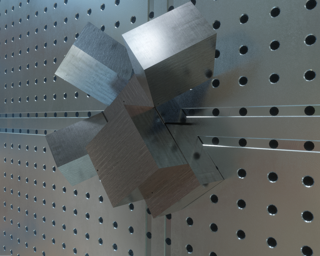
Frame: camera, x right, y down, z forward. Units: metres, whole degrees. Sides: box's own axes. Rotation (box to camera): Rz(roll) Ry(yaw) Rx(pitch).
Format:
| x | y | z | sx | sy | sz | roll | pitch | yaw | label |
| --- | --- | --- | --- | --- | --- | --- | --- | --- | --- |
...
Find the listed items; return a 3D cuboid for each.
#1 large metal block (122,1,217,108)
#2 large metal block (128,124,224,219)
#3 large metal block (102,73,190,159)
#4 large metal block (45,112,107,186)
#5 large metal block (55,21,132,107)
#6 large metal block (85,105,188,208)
| x | y | z | sx | sy | sz | roll | pitch | yaw | label |
| --- | --- | --- | --- | --- | --- | --- | --- | --- | --- |
| 0.013 | -0.078 | 0.343 | 0.080 | 0.080 | 0.050 | -28 | 66 | -6 | large metal block |
| 0.016 | 0.052 | 0.380 | 0.080 | 0.050 | 0.080 | -43 | 63 | 30 | large metal block |
| -0.021 | -0.014 | 0.411 | 0.080 | 0.050 | 0.080 | -46 | 63 | 30 | large metal block |
| -0.105 | 0.032 | 0.442 | 0.050 | 0.080 | 0.080 | 60 | 165 | 24 | large metal block |
| -0.084 | -0.088 | 0.424 | 0.050 | 0.080 | 0.080 | -45 | 24 | 31 | large metal block |
| -0.029 | 0.031 | 0.351 | 0.080 | 0.050 | 0.080 | -44 | 64 | 30 | large metal block |
